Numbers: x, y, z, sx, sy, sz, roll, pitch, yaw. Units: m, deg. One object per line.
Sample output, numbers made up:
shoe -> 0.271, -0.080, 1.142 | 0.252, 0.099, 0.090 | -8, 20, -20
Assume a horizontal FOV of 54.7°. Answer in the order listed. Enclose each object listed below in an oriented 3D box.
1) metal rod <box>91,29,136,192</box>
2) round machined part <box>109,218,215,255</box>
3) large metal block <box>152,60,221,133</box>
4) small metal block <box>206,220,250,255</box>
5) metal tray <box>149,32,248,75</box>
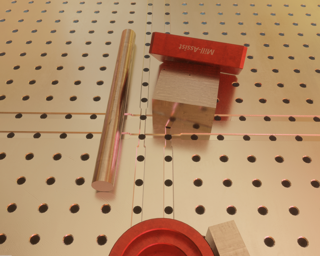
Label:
metal rod -> -0.060, -0.049, 0.447 | 0.025, 0.025, 0.300 | 2, 50, 1
round machined part -> 0.002, 0.137, 0.282 | 0.099, 0.042, 0.098 | 0, 50, 0
large metal block -> 0.037, -0.045, 0.430 | 0.080, 0.050, 0.080 | 9, 51, 7
small metal block -> 0.063, 0.122, 0.290 | 0.025, 0.050, 0.050 | -12, 51, -10
metal tray -> 0.057, -0.109, 0.460 | 0.131, 0.030, 0.090 | 12, 6, 9
